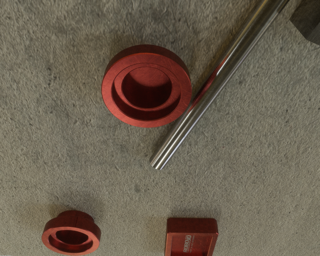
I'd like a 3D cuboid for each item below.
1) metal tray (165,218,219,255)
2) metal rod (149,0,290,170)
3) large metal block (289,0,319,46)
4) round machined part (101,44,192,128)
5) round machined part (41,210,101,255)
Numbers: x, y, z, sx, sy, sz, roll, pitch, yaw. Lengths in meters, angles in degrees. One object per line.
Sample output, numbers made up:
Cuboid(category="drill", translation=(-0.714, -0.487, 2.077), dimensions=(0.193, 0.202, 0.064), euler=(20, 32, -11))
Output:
Cuboid(category="metal tray", translation=(0.056, 0.222, 0.593), dimensions=(0.091, 0.030, 0.129), euler=(1, 130, -2))
Cuboid(category="metal rod", translation=(0.063, -0.051, 0.364), dimensions=(0.025, 0.025, 0.298), euler=(21, 127, -17))
Cuboid(category="large metal block", translation=(0.189, -0.115, 0.295), dimensions=(0.081, 0.050, 0.079), euler=(17, 128, -15))
Cuboid(category="round machined part", translation=(-0.014, -0.050, 0.353), dimensions=(0.099, 0.042, 0.097), euler=(0, 130, 0))
Cuboid(category="round machined part", translation=(-0.154, 0.183, 0.550), dimensions=(0.099, 0.042, 0.097), euler=(0, 130, 0))
